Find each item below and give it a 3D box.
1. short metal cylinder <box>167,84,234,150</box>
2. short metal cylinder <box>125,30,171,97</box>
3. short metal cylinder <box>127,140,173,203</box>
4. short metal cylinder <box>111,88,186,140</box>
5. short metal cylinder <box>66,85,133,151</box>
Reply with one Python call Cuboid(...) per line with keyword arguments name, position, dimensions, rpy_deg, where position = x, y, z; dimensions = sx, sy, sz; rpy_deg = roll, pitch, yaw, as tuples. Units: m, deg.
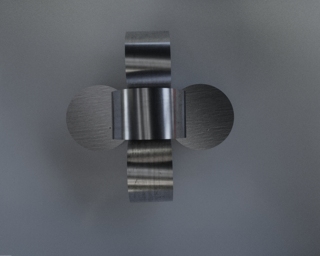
Cuboid(name="short metal cylinder", position=(0.049, -0.013, 0.397), dimensions=(0.081, 0.050, 0.080), rpy_deg=(0, 90, 0))
Cuboid(name="short metal cylinder", position=(-0.014, -0.078, 0.382), dimensions=(0.050, 0.080, 0.080), rpy_deg=(-2, 90, -1))
Cuboid(name="short metal cylinder", position=(-0.011, 0.050, 0.382), dimensions=(0.050, 0.080, 0.080), rpy_deg=(-2, 90, -1))
Cuboid(name="short metal cylinder", position=(-0.012, -0.014, 0.338), dimensions=(0.081, 0.080, 0.050), rpy_deg=(-1, 90, 0))
Cuboid(name="short metal cylinder", position=(-0.072, -0.012, 0.396), dimensions=(0.081, 0.050, 0.080), rpy_deg=(0, 90, 0))
